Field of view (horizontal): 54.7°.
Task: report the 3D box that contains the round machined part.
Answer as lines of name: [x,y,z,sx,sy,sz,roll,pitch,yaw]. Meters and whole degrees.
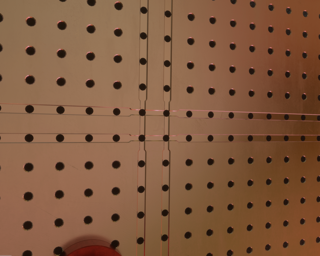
round machined part: [-0.084,0.191,0.374,0.099,0.042,0.097,0,90,-21]
